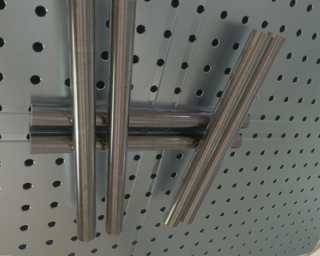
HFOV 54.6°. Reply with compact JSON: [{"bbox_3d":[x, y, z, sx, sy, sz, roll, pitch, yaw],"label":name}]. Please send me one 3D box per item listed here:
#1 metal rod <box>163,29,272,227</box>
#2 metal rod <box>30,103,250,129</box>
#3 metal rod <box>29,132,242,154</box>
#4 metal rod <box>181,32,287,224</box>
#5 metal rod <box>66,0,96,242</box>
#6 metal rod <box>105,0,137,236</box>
[{"bbox_3d":[0.070,0.014,0.426,0.025,0.025,0.298,9,114,-32],"label":"metal rod"},{"bbox_3d":[-0.004,-0.012,0.401,0.302,0.025,0.025,1,118,-29],"label":"metal rod"},{"bbox_3d":[-0.012,0.018,0.416,0.302,0.025,0.025,1,118,-29],"label":"metal rod"},{"bbox_3d":[0.093,0.014,0.438,0.025,0.025,0.298,9,114,-32],"label":"metal rod"},{"bbox_3d":[-0.083,0.012,0.341,0.025,0.025,0.298,-8,122,-24],"label":"metal rod"},{"bbox_3d":[-0.049,0.010,0.358,0.025,0.025,0.298,-8,122,-24],"label":"metal rod"}]
